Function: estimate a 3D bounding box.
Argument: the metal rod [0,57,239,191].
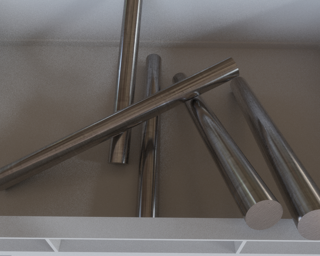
[{"bbox_3d":[-0.050,-0.005,0.356,0.301,0.025,0.025,-26,54,-1],"label":"metal rod"}]

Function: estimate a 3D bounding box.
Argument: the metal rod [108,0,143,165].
[{"bbox_3d":[-0.041,-0.102,0.408,0.025,0.025,0.299,3,76,2],"label":"metal rod"}]

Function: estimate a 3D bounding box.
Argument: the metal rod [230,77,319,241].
[{"bbox_3d":[0.108,-0.002,0.328,0.025,0.025,0.301,3,25,3],"label":"metal rod"}]

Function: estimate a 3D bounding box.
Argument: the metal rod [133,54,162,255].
[{"bbox_3d":[-0.012,0.006,0.399,0.025,0.025,0.300,1,50,0],"label":"metal rod"}]

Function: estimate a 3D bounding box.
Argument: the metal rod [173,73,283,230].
[{"bbox_3d":[0.049,-0.008,0.334,0.025,0.025,0.300,-6,26,-5],"label":"metal rod"}]
